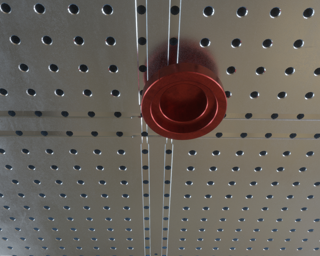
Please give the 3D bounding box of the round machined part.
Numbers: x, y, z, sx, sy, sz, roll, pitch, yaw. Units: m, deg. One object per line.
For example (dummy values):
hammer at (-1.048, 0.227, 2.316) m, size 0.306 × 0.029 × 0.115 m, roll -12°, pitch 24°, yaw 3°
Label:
round machined part at (0.027, -0.035, 0.371) m, size 0.099 × 0.042 × 0.097 m, roll 0°, pitch 130°, yaw 0°
